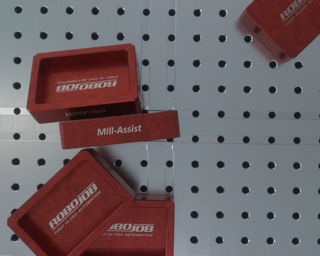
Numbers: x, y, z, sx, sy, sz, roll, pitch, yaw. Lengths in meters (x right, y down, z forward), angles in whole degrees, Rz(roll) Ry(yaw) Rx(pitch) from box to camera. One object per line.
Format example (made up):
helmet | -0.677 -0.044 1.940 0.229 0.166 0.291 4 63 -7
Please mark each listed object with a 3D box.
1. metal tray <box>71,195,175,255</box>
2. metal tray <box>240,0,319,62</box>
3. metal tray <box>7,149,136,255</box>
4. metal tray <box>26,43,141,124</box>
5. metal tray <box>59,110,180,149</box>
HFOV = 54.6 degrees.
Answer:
metal tray | -0.047 0.136 0.410 0.131 0.030 0.090 1 90 0
metal tray | 0.185 -0.164 0.412 0.130 0.030 0.090 -44 90 0
metal tray | -0.105 0.099 0.379 0.130 0.030 0.090 -43 90 0
metal tray | -0.093 -0.057 0.390 0.131 0.030 0.090 -6 61 0
metal tray | -0.044 0.000 0.380 0.131 0.090 0.030 -6 92 0
